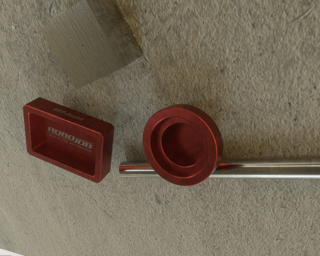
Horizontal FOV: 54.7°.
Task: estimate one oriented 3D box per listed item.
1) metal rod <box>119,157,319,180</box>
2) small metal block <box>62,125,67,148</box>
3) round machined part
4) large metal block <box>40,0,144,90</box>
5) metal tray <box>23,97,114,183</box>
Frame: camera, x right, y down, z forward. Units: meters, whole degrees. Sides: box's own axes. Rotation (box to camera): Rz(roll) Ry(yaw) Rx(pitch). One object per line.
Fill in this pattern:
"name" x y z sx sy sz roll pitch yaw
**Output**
"metal rod" 0.075 0.053 0.399 0.300 0.025 0.025 -5 116 30
"small metal block" -0.154 0.003 0.489 0.050 0.025 0.050 43 129 -2
"round machined part" 0.031 0.018 0.381 0.098 0.042 0.097 9 109 28
"large metal block" -0.080 -0.102 0.370 0.080 0.050 0.080 -17 110 34
"metal tray" -0.134 0.018 0.453 0.130 0.030 0.089 20 124 14
